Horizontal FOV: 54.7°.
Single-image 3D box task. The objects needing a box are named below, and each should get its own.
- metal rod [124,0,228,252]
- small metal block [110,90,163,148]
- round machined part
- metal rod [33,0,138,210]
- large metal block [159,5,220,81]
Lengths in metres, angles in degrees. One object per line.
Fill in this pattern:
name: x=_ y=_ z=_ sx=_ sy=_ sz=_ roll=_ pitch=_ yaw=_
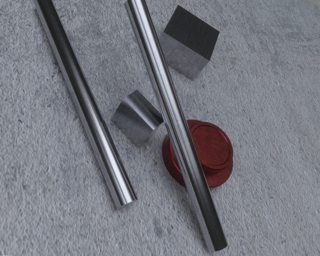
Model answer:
metal rod: x=0.019 y=-0.004 z=0.358 sx=0.025 sy=0.025 sz=0.298 roll=-19 pitch=91 yaw=-36
small metal block: x=-0.028 y=-0.010 z=0.380 sx=0.050 sy=0.050 sz=0.025 roll=46 pitch=51 yaw=4
round machined part: x=0.056 y=0.031 z=0.406 sx=0.099 sy=0.042 sz=0.098 roll=14 pitch=56 yaw=-21
metal rod: x=-0.097 y=-0.045 z=0.379 sx=0.025 sy=0.025 sz=0.299 roll=-14 pitch=69 yaw=-34
large metal block: x=0.041 y=-0.136 z=0.495 sx=0.080 sy=0.050 sz=0.080 roll=30 pitch=52 yaw=-10
